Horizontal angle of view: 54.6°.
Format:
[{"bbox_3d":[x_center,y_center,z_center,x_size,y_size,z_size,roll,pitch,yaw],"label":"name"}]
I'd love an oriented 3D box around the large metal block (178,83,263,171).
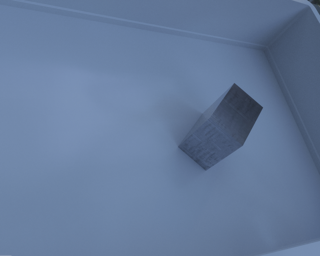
[{"bbox_3d":[0.080,-0.001,0.413,0.050,0.080,0.080,41,51,-1],"label":"large metal block"}]
